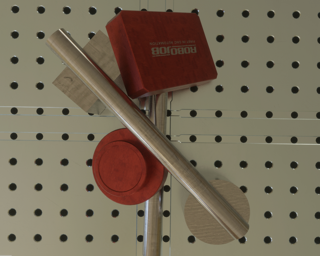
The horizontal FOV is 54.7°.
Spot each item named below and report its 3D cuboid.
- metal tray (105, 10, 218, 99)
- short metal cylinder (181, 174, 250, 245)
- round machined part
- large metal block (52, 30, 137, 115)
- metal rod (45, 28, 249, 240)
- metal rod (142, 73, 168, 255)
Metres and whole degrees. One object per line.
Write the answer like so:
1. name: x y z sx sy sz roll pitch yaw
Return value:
1. metal tray: 0.008 -0.090 0.372 0.131 0.030 0.090 -18 90 -42
2. short metal cylinder: 0.070 0.103 0.402 0.081 0.050 0.079 0 90 -1
3. round machined part: -0.042 0.049 0.389 0.098 0.042 0.097 0 90 17
4. large metal block: -0.075 -0.064 0.386 0.050 0.080 0.080 41 90 -1
5. metal rod: -0.007 0.013 0.343 0.025 0.025 0.300 -43 98 0
6. metal rod: -0.005 0.020 0.413 0.025 0.025 0.298 2 90 -1
